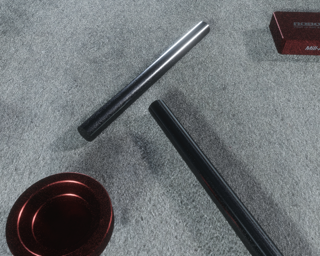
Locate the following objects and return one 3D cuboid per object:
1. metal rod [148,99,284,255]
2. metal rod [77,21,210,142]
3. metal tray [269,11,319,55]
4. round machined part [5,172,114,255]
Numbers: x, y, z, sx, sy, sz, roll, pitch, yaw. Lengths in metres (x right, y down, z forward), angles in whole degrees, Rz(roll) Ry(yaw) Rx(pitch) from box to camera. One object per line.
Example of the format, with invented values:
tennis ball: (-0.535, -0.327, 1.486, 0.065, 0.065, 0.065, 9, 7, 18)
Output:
metal rod: (0.067, 0.071, 0.343, 0.025, 0.025, 0.300, -23, 54, -18)
metal rod: (-0.009, -0.085, 0.474, 0.025, 0.025, 0.301, 29, 55, 21)
metal tray: (0.268, -0.167, 0.544, 0.131, 0.030, 0.090, 2, 50, 1)
round machined part: (-0.095, 0.097, 0.310, 0.099, 0.042, 0.098, 0, 50, 0)
